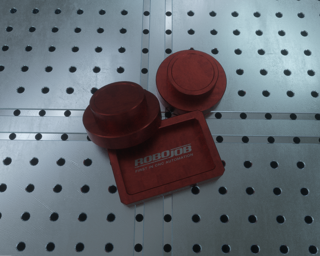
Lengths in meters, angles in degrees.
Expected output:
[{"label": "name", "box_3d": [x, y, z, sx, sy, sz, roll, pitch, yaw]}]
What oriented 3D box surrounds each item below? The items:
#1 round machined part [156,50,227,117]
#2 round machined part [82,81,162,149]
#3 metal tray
[{"label": "round machined part", "box_3d": [0.043, -0.067, 0.428, 0.099, 0.042, 0.098, 0, 70, -1]}, {"label": "round machined part", "box_3d": [-0.049, -0.023, 0.389, 0.099, 0.042, 0.098, -6, 42, 5]}, {"label": "metal tray", "box_3d": [0.005, 0.038, 0.395, 0.131, 0.030, 0.090, -16, 71, -6]}]
